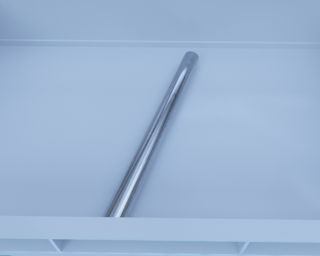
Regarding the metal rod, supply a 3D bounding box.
[{"bbox_3d":[-0.001,-0.004,0.406,0.025,0.025,0.301,16,52,13],"label":"metal rod"}]
